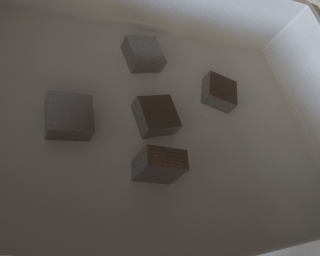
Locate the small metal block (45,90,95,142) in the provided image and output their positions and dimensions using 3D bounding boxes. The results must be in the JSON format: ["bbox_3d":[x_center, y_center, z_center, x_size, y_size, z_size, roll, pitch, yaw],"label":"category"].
[{"bbox_3d":[-0.105,-0.013,0.357,0.050,0.025,0.050,4,60,-26],"label":"small metal block"}]

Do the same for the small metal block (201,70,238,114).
[{"bbox_3d":[0.094,-0.057,0.490,0.050,0.025,0.050,20,54,-17],"label":"small metal block"}]

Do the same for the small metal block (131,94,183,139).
[{"bbox_3d":[-0.005,-0.016,0.412,0.050,0.025,0.050,-7,65,-31],"label":"small metal block"}]

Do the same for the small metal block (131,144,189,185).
[{"bbox_3d":[-0.001,0.044,0.362,0.050,0.050,0.025,10,58,-23],"label":"small metal block"}]

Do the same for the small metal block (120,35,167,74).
[{"bbox_3d":[-0.024,-0.109,0.459,0.050,0.025,0.050,-8,66,-32],"label":"small metal block"}]
